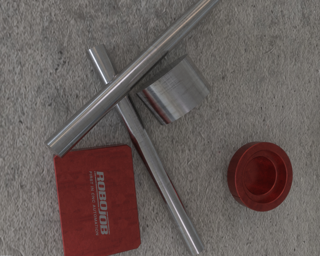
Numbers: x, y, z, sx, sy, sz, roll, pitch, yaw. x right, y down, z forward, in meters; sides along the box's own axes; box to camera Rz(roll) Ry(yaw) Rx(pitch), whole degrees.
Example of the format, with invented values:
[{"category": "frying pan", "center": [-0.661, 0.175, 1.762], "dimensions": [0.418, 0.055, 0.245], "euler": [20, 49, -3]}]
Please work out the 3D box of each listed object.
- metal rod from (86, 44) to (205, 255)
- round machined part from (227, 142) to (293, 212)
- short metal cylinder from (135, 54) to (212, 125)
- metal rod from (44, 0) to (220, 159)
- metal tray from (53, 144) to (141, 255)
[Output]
[{"category": "metal rod", "center": [-0.015, 0.035, 0.403], "dimensions": [0.025, 0.025, 0.299], "euler": [-29, 100, -18]}, {"category": "round machined part", "center": [0.140, 0.068, 0.452], "dimensions": [0.099, 0.042, 0.097], "euler": [0, 90, -20]}, {"category": "short metal cylinder", "center": [0.016, -0.048, 0.386], "dimensions": [0.080, 0.080, 0.050], "euler": [-42, 104, -15]}, {"category": "metal rod", "center": [-0.019, -0.080, 0.380], "dimensions": [0.025, 0.025, 0.301], "euler": [48, 67, -14]}, {"category": "metal tray", "center": [-0.076, 0.088, 0.379], "dimensions": [0.091, 0.030, 0.129], "euler": [-6, 92, -20]}]
